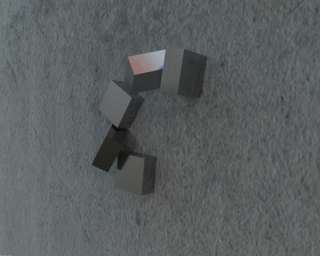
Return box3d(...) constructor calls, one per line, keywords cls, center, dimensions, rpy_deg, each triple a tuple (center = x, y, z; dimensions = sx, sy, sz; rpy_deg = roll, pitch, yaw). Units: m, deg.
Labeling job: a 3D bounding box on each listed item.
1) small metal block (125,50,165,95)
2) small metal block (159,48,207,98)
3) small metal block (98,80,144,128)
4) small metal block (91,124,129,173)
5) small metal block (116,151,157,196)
box3d(cls="small metal block", center=(-0.015, -0.069, 0.386), dimensions=(0.050, 0.050, 0.025), rpy_deg=(118, 134, -66))
box3d(cls="small metal block", center=(0.028, -0.064, 0.363), dimensions=(0.025, 0.050, 0.050), rpy_deg=(14, 99, 37))
box3d(cls="small metal block", center=(-0.057, -0.035, 0.450), dimensions=(0.050, 0.025, 0.050), rpy_deg=(42, 115, 31))
box3d(cls="small metal block", center=(-0.070, 0.027, 0.441), dimensions=(0.025, 0.050, 0.050), rpy_deg=(27, 113, -8))
box3d(cls="small metal block", center=(-0.033, 0.061, 0.430), dimensions=(0.050, 0.025, 0.050), rpy_deg=(8, 95, 39))
